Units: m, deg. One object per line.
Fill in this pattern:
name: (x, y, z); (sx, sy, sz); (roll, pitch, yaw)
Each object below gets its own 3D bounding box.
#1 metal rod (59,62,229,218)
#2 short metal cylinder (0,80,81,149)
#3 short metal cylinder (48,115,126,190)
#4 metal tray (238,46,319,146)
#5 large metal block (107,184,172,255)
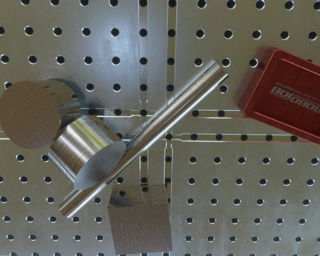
metal rod: (-0.030, 0.024, 0.421); (0.299, 0.025, 0.025); (-42, 105, 14)
short metal cylinder: (-0.146, -0.018, 0.380); (0.080, 0.050, 0.079); (2, 100, 13)
short metal cylinder: (-0.089, 0.031, 0.387); (0.050, 0.080, 0.080); (42, 107, 19)
metal tray: (0.180, -0.038, 0.397); (0.131, 0.030, 0.089); (20, 109, -8)
large metal block: (-0.026, 0.132, 0.448); (0.080, 0.050, 0.079); (-5, 110, 1)
